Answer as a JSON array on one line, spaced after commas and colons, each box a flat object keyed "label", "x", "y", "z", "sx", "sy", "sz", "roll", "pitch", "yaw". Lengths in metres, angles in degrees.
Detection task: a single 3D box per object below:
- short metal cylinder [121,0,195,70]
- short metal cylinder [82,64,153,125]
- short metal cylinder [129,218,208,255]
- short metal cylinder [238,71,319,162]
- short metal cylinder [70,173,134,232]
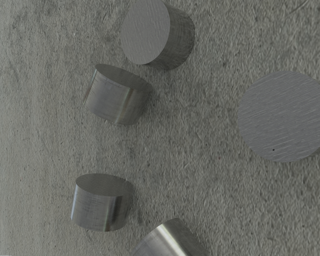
[{"label": "short metal cylinder", "x": -0.003, "y": -0.117, "z": 0.391, "sx": 0.080, "sy": 0.050, "sz": 0.080, "roll": 0, "pitch": 90, "yaw": 40}, {"label": "short metal cylinder", "x": -0.057, "y": -0.046, "z": 0.416, "sx": 0.080, "sy": 0.081, "sz": 0.050, "roll": 39, "pitch": 114, "yaw": 33}, {"label": "short metal cylinder", "x": 0.009, "y": 0.152, "z": 0.362, "sx": 0.050, "sy": 0.081, "sz": 0.080, "roll": 46, "pitch": 117, "yaw": 30}, {"label": "short metal cylinder", "x": 0.121, "y": -0.010, "z": 0.289, "sx": 0.080, "sy": 0.050, "sz": 0.080, "roll": 0, "pitch": 90, "yaw": 40}, {"label": "short metal cylinder", "x": -0.081, "y": 0.102, "z": 0.437, "sx": 0.080, "sy": 0.081, "sz": 0.050, "roll": 20, "pitch": 103, "yaw": 38}]
